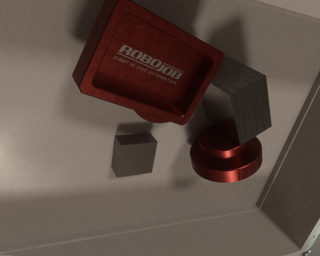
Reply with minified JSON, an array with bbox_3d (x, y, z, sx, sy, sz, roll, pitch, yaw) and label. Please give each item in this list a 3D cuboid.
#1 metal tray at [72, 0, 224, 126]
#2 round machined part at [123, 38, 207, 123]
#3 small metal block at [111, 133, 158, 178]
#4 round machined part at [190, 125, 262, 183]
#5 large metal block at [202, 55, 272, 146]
[{"bbox_3d":[-0.008,-0.061,0.309,0.131,0.030,0.089,17,109,-35],"label":"metal tray"},{"bbox_3d":[0.002,-0.058,0.364,0.099,0.042,0.097,-14,124,-21],"label":"round machined part"},{"bbox_3d":[-0.035,0.036,0.413,0.050,0.025,0.050,-4,120,-27],"label":"small metal block"},{"bbox_3d":[0.090,0.027,0.430,0.099,0.098,0.042,-23,122,-15],"label":"round machined part"},{"bbox_3d":[0.095,-0.038,0.403,0.050,0.080,0.080,-30,129,-10],"label":"large metal block"}]
